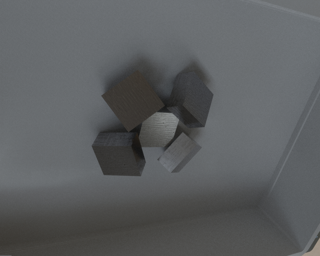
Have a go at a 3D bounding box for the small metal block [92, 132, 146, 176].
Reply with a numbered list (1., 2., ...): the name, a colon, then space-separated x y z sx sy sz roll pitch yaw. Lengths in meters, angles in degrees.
1. small metal block: -0.050 0.033 0.384 0.050 0.025 0.050 -1 128 16

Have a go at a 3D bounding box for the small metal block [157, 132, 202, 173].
1. small metal block: 0.029 0.035 0.429 0.050 0.025 0.050 -48 163 5

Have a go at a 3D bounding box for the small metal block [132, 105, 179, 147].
1. small metal block: -0.007 -0.003 0.400 0.050 0.025 0.050 1 118 -29

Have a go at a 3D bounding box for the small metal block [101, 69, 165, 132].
1. small metal block: -0.030 -0.030 0.355 0.050 0.025 0.050 -36 92 -3

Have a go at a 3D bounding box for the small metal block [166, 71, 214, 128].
1. small metal block: 0.039 -0.034 0.390 0.050 0.025 0.050 40 58 -39
